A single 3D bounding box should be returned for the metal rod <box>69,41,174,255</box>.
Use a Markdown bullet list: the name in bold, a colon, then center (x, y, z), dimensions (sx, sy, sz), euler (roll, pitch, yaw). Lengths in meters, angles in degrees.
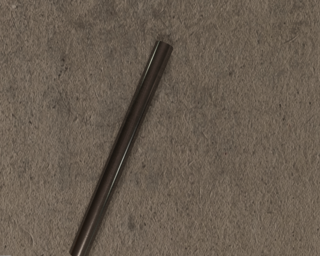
- **metal rod**: center (-0.051, 0.028, 0.409), dimensions (0.025, 0.025, 0.299), euler (22, 90, -1)
